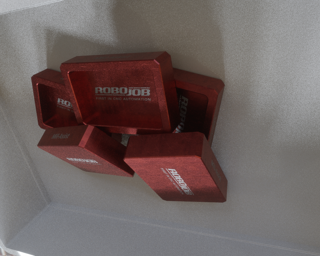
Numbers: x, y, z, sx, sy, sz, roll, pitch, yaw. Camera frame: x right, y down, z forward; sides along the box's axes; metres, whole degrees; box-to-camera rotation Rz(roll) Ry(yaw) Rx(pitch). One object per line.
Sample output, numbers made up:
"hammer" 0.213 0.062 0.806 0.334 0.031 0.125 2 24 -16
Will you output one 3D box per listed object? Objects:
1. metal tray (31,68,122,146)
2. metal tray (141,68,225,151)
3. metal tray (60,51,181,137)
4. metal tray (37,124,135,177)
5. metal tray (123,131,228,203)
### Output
"metal tray" -0.119 -0.025 0.446 0.130 0.030 0.089 18 126 17
"metal tray" 0.022 -0.006 0.387 0.090 0.030 0.129 18 125 17
"metal tray" -0.046 -0.039 0.363 0.130 0.030 0.089 4 120 26
"metal tray" -0.101 0.033 0.431 0.130 0.030 0.090 -3 148 47
"metal tray" 0.025 0.053 0.380 0.090 0.030 0.130 -4 145 23
